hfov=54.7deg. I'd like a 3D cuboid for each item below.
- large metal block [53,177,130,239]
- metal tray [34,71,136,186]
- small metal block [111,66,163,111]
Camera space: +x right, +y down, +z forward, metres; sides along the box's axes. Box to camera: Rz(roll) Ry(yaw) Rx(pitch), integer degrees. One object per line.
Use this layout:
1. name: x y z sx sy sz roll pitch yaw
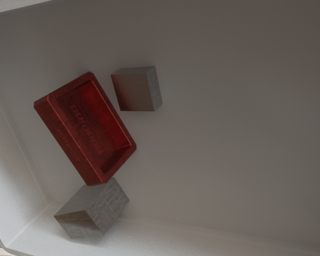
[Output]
1. large metal block: -0.111 0.132 0.511 0.080 0.080 0.050 -20 108 35
2. metal tray: -0.093 0.000 0.413 0.030 0.090 0.130 -18 109 35
3. small metal block: -0.029 -0.049 0.392 0.050 0.025 0.050 2 120 26
